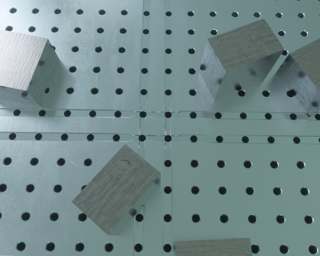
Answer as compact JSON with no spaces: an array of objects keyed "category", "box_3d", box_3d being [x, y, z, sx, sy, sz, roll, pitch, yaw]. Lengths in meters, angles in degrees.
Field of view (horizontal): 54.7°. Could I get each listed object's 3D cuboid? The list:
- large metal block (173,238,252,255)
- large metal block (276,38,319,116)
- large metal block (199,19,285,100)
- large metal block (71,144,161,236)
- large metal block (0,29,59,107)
[{"category":"large metal block","box_3d":[0.058,0.165,0.339,0.081,0.050,0.080,-2,70,-1]},{"category":"large metal block","box_3d":[0.226,-0.076,0.429,0.080,0.050,0.080,-28,73,-10]},{"category":"large metal block","box_3d":[0.105,-0.089,0.417,0.080,0.080,0.050,-22,72,-8]},{"category":"large metal block","box_3d":[-0.044,0.074,0.355,0.050,0.080,0.080,38,74,12]},{"category":"large metal block","box_3d":[-0.198,-0.083,0.426,0.080,0.050,0.080,12,70,4]}]
